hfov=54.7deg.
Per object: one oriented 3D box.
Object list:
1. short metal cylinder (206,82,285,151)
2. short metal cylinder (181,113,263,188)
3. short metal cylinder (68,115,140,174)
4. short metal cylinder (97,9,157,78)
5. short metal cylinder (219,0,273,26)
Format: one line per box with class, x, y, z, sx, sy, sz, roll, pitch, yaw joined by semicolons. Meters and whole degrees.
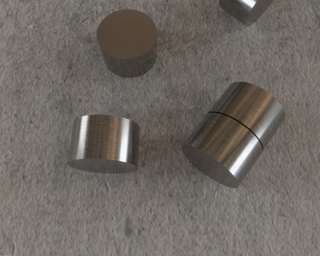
short metal cylinder;0.105;-0.011;0.384;0.080;0.080;0.050;36;74;12
short metal cylinder;0.073;0.027;0.370;0.080;0.080;0.050;36;74;12
short metal cylinder;-0.065;0.022;0.370;0.081;0.080;0.050;2;70;0
short metal cylinder;-0.044;-0.119;0.438;0.081;0.050;0.080;0;70;0
short metal cylinder;0.133;-0.198;0.453;0.050;0.080;0.080;43;75;13
